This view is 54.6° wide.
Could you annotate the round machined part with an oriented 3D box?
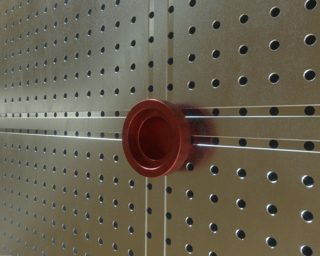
[{"bbox_3d":[0.000,0.013,0.400,0.098,0.042,0.097,0,90,40],"label":"round machined part"}]
